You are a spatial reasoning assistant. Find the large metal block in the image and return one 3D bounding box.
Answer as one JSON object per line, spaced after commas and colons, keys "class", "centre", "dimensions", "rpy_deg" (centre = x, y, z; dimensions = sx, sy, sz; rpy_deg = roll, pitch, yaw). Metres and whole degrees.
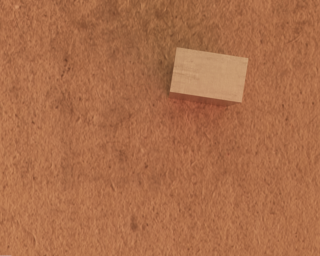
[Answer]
{"class": "large metal block", "centre": [0.055, -0.059, 0.383], "dimensions": [0.080, 0.080, 0.050], "rpy_deg": [9, 90, 0]}
